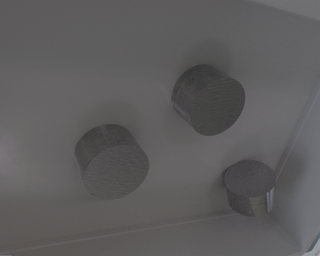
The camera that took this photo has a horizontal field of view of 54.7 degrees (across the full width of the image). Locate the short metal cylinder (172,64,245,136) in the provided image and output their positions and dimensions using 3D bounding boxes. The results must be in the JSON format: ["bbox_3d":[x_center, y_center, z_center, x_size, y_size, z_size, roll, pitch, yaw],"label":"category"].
[{"bbox_3d":[0.062,-0.036,0.404,0.081,0.050,0.079,-14,124,-21],"label":"short metal cylinder"}]

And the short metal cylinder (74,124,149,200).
[{"bbox_3d":[-0.060,0.042,0.385,0.081,0.050,0.079,-14,124,-21],"label":"short metal cylinder"}]

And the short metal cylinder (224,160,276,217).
[{"bbox_3d":[0.151,0.100,0.517,0.080,0.080,0.050,-26,128,-13],"label":"short metal cylinder"}]
